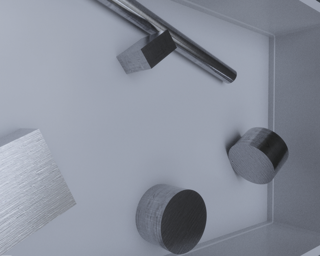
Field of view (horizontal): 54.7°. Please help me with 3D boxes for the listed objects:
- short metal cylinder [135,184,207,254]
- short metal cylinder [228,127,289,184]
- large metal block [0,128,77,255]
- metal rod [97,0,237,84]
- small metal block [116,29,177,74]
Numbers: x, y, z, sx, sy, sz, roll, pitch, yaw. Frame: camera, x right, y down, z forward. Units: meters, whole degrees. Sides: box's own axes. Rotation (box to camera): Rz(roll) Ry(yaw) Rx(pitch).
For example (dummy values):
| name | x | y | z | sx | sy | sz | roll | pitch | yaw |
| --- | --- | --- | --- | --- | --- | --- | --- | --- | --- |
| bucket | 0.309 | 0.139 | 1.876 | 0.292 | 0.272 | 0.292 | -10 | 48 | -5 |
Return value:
| name | x | y | z | sx | sy | sz | roll | pitch | yaw |
| --- | --- | --- | --- | --- | --- | --- | --- | --- | --- |
| short metal cylinder | 0.015 | 0.117 | 0.406 | 0.081 | 0.050 | 0.079 | 0 | 90 | -40 |
| short metal cylinder | 0.161 | 0.045 | 0.509 | 0.050 | 0.080 | 0.080 | -39 | 114 | -33 |
| large metal block | -0.136 | 0.054 | 0.277 | 0.081 | 0.050 | 0.080 | -33 | 111 | -35 |
| metal rod | 0.005 | -0.128 | 0.412 | 0.302 | 0.025 | 0.025 | 22 | 76 | -38 |
| small metal block | -0.016 | -0.092 | 0.378 | 0.050 | 0.050 | 0.025 | -45 | 118 | -31 |
